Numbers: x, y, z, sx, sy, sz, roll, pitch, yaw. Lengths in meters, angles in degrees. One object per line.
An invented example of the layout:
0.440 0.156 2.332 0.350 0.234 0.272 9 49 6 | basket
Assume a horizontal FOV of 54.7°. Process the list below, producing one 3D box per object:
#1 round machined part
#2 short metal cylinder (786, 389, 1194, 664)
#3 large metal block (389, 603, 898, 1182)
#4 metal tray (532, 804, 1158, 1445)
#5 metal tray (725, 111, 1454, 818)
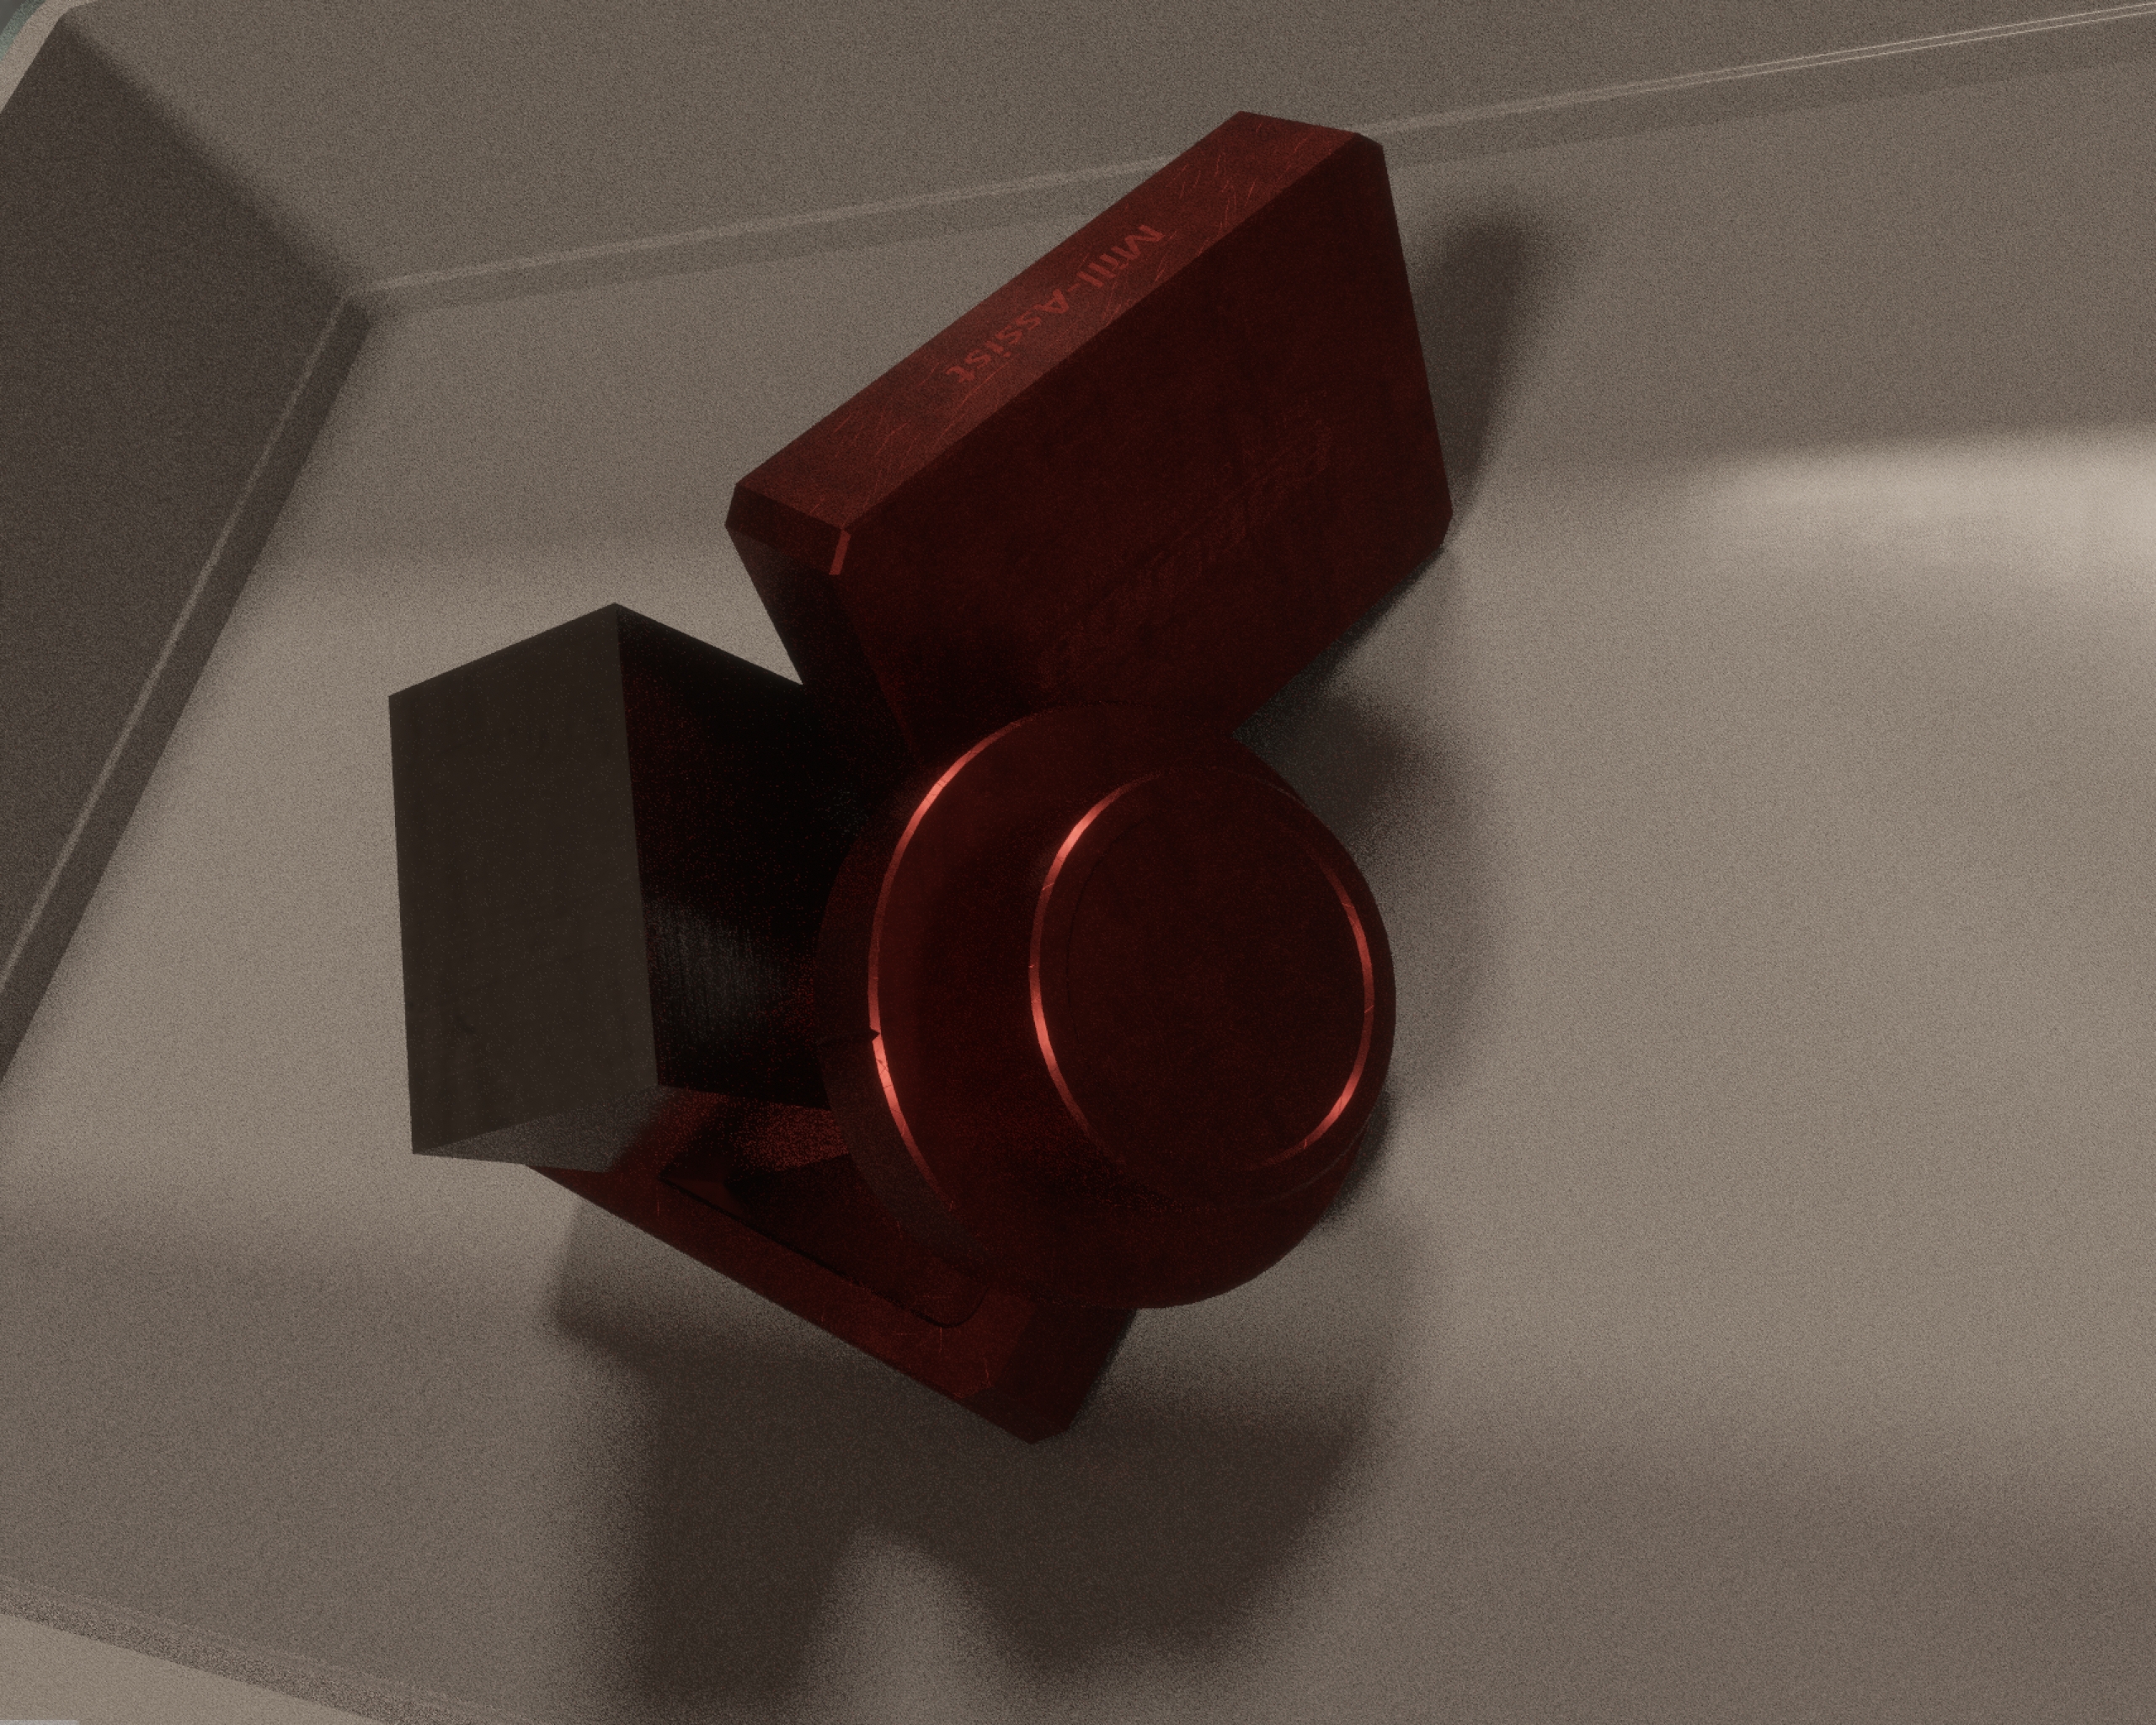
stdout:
0.011 0.021 0.332 0.042 0.098 0.098 -17 49 56 | round machined part
-0.014 -0.067 0.416 0.080 0.050 0.080 -24 28 14 | short metal cylinder
-0.071 0.010 0.368 0.050 0.080 0.080 -17 71 25 | large metal block
-0.039 0.040 0.394 0.130 0.030 0.090 19 71 35 | metal tray
0.009 -0.062 0.374 0.131 0.090 0.030 -42 46 -21 | metal tray
